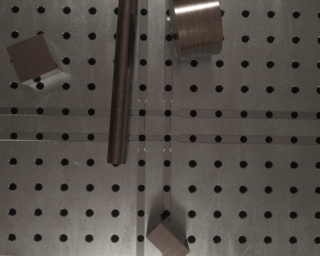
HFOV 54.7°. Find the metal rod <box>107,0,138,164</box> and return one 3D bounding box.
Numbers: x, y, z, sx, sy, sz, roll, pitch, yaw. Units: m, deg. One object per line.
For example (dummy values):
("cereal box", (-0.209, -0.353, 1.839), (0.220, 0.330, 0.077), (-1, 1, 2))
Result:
("metal rod", (-0.047, -0.102, 0.412), (0.025, 0.025, 0.298), (4, 90, -1))

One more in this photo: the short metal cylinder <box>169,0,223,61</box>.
("short metal cylinder", (0.043, -0.128, 0.386), (0.050, 0.080, 0.080), (-11, 90, 0))

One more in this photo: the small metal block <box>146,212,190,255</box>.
("small metal block", (0.010, 0.142, 0.401), (0.050, 0.050, 0.025), (44, 90, -1))

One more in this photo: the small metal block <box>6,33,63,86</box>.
("small metal block", (-0.166, -0.090, 0.411), (0.050, 0.025, 0.050), (-22, 90, -1))
